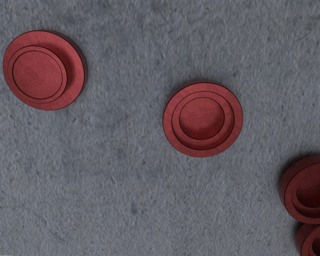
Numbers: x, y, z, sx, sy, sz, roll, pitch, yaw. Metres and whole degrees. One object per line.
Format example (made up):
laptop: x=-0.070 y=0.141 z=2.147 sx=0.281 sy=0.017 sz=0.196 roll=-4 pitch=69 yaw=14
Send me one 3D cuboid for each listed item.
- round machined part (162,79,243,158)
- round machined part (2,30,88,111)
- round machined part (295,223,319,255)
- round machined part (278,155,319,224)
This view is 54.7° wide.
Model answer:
round machined part: x=0.052 y=-0.015 z=0.396 sx=0.099 sy=0.042 sz=0.097 roll=0 pitch=110 yaw=-1
round machined part: x=-0.141 y=-0.067 z=0.374 sx=0.099 sy=0.042 sz=0.097 roll=0 pitch=110 yaw=-1
round machined part: x=0.252 y=0.166 z=0.466 sx=0.099 sy=0.042 sz=0.097 roll=0 pitch=110 yaw=-1
round machined part: x=0.215 y=0.082 z=0.434 sx=0.099 sy=0.042 sz=0.097 roll=0 pitch=110 yaw=-1
